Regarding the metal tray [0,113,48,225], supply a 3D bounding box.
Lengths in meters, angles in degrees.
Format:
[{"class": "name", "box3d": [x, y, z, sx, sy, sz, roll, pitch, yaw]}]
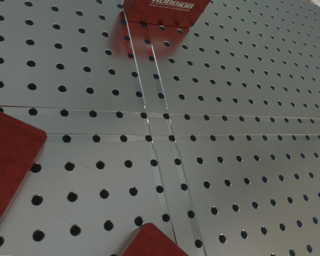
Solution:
[{"class": "metal tray", "box3d": [-0.176, 0.043, 0.284, 0.090, 0.030, 0.130, 26, 53, -12]}]

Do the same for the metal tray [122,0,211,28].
[{"class": "metal tray", "box3d": [0.016, -0.210, 0.502, 0.131, 0.090, 0.030, -5, 64, -30]}]

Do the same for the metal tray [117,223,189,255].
[{"class": "metal tray", "box3d": [-0.019, 0.169, 0.292, 0.090, 0.030, 0.131, 42, 51, 1]}]
